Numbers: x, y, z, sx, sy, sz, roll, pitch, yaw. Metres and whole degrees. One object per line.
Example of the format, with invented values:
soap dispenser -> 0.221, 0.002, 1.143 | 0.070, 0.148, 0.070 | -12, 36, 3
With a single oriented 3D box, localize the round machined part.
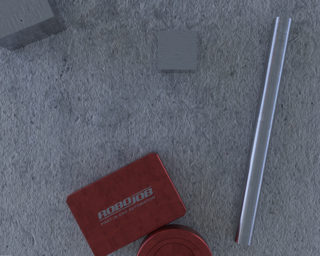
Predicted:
round machined part -> 0.018, 0.173, 0.402 | 0.099, 0.042, 0.097 | 0, 90, -1

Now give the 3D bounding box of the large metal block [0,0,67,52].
large metal block -> -0.179, -0.156, 0.396 | 0.080, 0.050, 0.080 | -23, 90, 0

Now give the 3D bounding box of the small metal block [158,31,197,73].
small metal block -> 0.022, -0.100, 0.410 | 0.050, 0.025, 0.050 | 0, 90, 0

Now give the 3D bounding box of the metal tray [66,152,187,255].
metal tray -> -0.043, 0.099, 0.407 | 0.130, 0.030, 0.090 | -27, 90, 0

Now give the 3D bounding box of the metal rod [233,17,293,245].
metal rod -> 0.136, 0.004, 0.411 | 0.025, 0.025, 0.298 | 10, 90, 0
